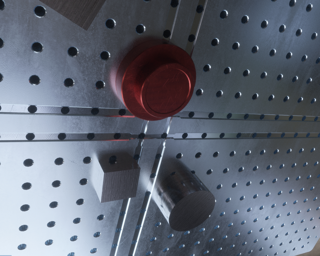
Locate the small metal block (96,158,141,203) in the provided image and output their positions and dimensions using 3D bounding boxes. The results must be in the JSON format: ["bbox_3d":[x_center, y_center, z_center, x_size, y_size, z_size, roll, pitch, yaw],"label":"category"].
[{"bbox_3d":[-0.058,0.071,0.424,0.050,0.025,0.050,-4,120,-27],"label":"small metal block"}]

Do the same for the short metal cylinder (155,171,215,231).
[{"bbox_3d":[0.039,0.114,0.487,0.081,0.050,0.079,-14,124,-21],"label":"short metal cylinder"}]

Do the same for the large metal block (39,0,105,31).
[{"bbox_3d":[-0.081,-0.144,0.262,0.080,0.050,0.080,27,103,-38],"label":"large metal block"}]

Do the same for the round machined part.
[{"bbox_3d":[0.001,-0.051,0.369,0.099,0.042,0.097,-14,124,-21],"label":"round machined part"}]
